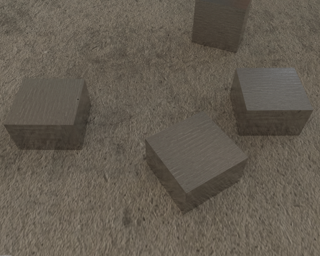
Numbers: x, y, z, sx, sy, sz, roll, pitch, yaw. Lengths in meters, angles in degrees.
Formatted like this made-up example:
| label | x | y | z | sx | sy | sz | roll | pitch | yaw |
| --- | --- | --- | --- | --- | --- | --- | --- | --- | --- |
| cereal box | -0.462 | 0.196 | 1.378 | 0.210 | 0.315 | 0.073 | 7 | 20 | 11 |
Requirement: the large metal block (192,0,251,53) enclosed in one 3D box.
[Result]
| label | x | y | z | sx | sy | sz | roll | pitch | yaw |
| --- | --- | --- | --- | --- | --- | --- | --- | --- | --- |
| large metal block | 0.103 | -0.182 | 0.521 | 0.080 | 0.080 | 0.050 | 18 | 53 | 14 |

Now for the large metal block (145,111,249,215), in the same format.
| label | x | y | z | sx | sy | sz | roll | pitch | yaw |
| --- | --- | --- | --- | --- | --- | --- | --- | --- | --- |
| large metal block | 0.039 | 0.037 | 0.356 | 0.081 | 0.050 | 0.080 | -25 | 55 | -20 |

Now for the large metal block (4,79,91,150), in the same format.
| label | x | y | z | sx | sy | sz | roll | pitch | yaw |
| --- | --- | --- | --- | --- | --- | --- | --- | --- | --- |
| large metal block | -0.140 | -0.019 | 0.401 | 0.081 | 0.050 | 0.080 | 0 | 50 | 0 |

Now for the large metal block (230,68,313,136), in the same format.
| label | x | y | z | sx | sy | sz | roll | pitch | yaw |
| --- | --- | --- | --- | --- | --- | --- | --- | --- | --- |
| large metal block | 0.145 | -0.036 | 0.418 | 0.081 | 0.050 | 0.080 | 0 | 50 | -1 |
